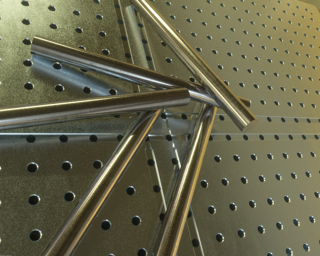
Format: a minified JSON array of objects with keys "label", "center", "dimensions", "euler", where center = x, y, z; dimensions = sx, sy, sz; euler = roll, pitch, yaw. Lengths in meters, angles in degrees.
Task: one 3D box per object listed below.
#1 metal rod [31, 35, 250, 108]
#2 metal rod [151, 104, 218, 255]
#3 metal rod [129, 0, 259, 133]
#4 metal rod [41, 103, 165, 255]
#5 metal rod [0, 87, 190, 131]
[{"label":"metal rod","center":[-0.016,-0.068,0.423],"dimensions":[0.302,0.025,0.025],"euler":[14,56,-13]},{"label":"metal rod","center":[0.036,0.059,0.392],"dimensions":[0.025,0.025,0.300],"euler":[30,52,-9]},{"label":"metal rod","center":[0.036,-0.111,0.453],"dimensions":[0.025,0.025,0.300],"euler":[-14,56,-34]},{"label":"metal rod","center":[-0.063,0.065,0.335],"dimensions":[0.025,0.025,0.301],"euler":[35,51,-5]},{"label":"metal rod","center":[-0.100,-0.020,0.348],"dimensions":[0.303,0.025,0.025],"euler":[-10,67,-26]}]
